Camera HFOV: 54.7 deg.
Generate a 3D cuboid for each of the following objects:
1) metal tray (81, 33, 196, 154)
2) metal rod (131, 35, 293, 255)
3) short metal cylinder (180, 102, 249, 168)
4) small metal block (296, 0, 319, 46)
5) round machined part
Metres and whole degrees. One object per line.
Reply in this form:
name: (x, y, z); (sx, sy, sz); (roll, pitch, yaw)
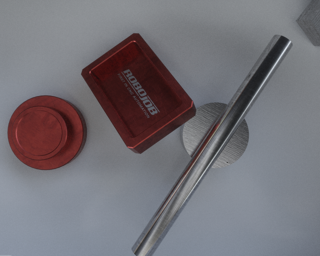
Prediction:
metal tray: (-0.028, -0.045, 0.383); (0.090, 0.030, 0.130); (-35, 67, 0)
metal rod: (0.061, 0.023, 0.362); (0.025, 0.025, 0.299); (34, 90, -1)
short metal cylinder: (0.068, 0.009, 0.400); (0.081, 0.050, 0.079); (0, 90, -1)
small metal block: (0.215, -0.143, 0.404); (0.050, 0.025, 0.050); (38, 90, -27)
round machined part: (-0.149, 0.006, 0.401); (0.099, 0.042, 0.097); (0, 90, -1)
